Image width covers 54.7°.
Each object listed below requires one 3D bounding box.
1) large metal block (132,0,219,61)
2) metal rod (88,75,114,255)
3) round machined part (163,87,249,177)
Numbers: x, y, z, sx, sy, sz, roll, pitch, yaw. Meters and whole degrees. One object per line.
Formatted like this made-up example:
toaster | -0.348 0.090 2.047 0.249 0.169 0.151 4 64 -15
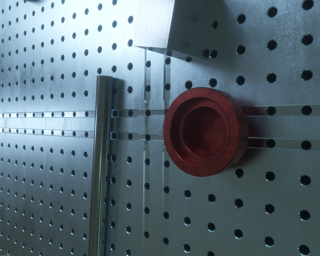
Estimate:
large metal block | 0.020 -0.125 0.355 0.050 0.081 0.079 16 100 38
metal rod | -0.093 0.069 0.483 0.025 0.025 0.298 6 94 39
round machined part | 0.055 0.004 0.352 0.098 0.042 0.097 0 90 39
